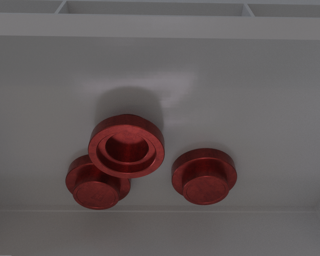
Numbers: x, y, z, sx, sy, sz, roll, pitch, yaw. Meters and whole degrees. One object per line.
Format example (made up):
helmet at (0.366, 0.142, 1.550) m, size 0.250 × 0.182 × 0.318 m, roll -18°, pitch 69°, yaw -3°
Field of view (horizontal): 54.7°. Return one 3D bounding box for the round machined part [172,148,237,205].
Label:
round machined part at (0.067, 0.079, 0.466) m, size 0.099 × 0.042 × 0.097 m, roll 0°, pitch 130°, yaw 0°

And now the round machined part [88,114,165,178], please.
round machined part at (-0.043, 0.020, 0.414) m, size 0.099 × 0.042 × 0.097 m, roll 0°, pitch 130°, yaw 0°

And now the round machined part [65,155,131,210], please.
round machined part at (-0.094, 0.088, 0.472) m, size 0.099 × 0.042 × 0.097 m, roll 0°, pitch 130°, yaw 0°
